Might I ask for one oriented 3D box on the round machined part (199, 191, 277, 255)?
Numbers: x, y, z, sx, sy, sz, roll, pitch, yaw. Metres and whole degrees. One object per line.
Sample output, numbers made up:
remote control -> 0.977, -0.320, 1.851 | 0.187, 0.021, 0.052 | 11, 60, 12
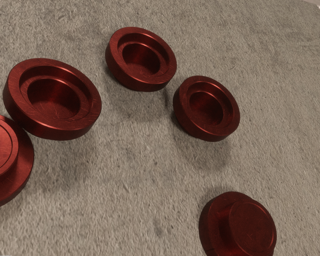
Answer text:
round machined part -> 0.100, 0.123, 0.373 | 0.099, 0.042, 0.098 | 14, 56, -21

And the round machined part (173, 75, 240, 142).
round machined part -> 0.062, -0.023, 0.442 | 0.099, 0.042, 0.098 | 14, 56, -21

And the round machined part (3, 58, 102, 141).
round machined part -> -0.118, -0.026, 0.338 | 0.099, 0.042, 0.098 | 23, 43, -23

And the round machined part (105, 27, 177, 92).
round machined part -> -0.029, -0.090, 0.434 | 0.099, 0.042, 0.098 | 14, 56, -21

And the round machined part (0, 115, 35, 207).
round machined part -> -0.169, 0.025, 0.287 | 0.099, 0.042, 0.098 | 14, 56, -21
